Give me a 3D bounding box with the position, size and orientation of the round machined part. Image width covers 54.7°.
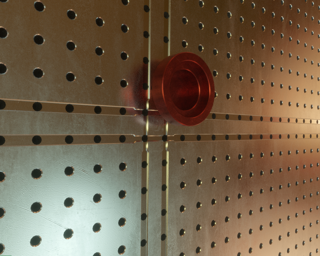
[{"bbox_3d":[0.027,-0.051,0.423,0.099,0.042,0.097,0,90,-40],"label":"round machined part"}]
